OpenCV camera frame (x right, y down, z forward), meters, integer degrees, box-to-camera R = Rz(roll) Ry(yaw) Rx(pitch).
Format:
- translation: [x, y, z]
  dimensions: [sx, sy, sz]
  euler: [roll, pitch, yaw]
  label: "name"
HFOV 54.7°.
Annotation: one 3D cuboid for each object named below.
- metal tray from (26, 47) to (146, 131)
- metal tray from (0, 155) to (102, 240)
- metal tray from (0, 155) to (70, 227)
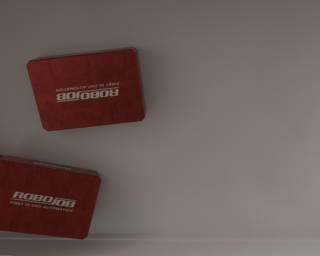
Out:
- translation: [-0.088, -0.049, 0.390]
  dimensions: [0.131, 0.030, 0.089]
  euler: [-6, 110, 2]
  label: "metal tray"
- translation: [-0.154, 0.093, 0.413]
  dimensions: [0.131, 0.030, 0.089]
  euler: [13, 93, -17]
  label: "metal tray"
- translation: [-0.193, 0.094, 0.441]
  dimensions: [0.131, 0.030, 0.089]
  euler: [14, 109, -6]
  label: "metal tray"
